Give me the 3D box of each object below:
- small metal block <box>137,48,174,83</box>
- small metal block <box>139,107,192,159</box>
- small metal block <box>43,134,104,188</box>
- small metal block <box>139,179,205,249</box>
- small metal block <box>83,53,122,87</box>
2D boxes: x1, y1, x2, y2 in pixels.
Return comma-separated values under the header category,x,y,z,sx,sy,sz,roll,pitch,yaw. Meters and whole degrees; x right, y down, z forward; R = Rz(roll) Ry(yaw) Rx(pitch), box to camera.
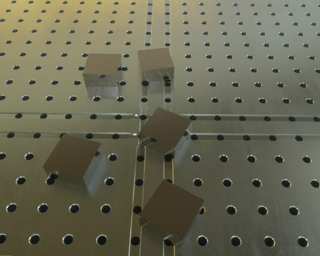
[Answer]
category,x,y,z,sx,sy,sz,roll,pitch,yaw
small metal block,-0.007,-0.100,0.492,0.050,0.025,0.050,-7,51,-7
small metal block,0.008,0.006,0.403,0.050,0.025,0.050,22,53,17
small metal block,-0.102,0.039,0.374,0.050,0.025,0.050,13,51,10
small metal block,0.013,0.091,0.331,0.050,0.025,0.050,25,54,19
small metal block,-0.088,-0.090,0.482,0.050,0.025,0.050,2,50,1
